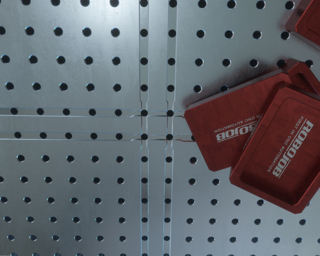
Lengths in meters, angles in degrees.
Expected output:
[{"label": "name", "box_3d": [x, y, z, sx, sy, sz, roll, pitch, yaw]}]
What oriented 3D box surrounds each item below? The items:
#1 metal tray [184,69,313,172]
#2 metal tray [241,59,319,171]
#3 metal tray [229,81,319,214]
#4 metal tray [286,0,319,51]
[{"label": "metal tray", "box_3d": [0.107, -0.007, 0.386, 0.130, 0.030, 0.090, -21, 101, 22]}, {"label": "metal tray", "box_3d": [0.179, -0.013, 0.406, 0.090, 0.030, 0.130, -41, 105, 13]}, {"label": "metal tray", "box_3d": [0.147, 0.024, 0.351, 0.090, 0.030, 0.129, 25, 114, 7]}, {"label": "metal tray", "box_3d": [0.231, -0.125, 0.366, 0.131, 0.030, 0.090, 27, 108, -10]}]
